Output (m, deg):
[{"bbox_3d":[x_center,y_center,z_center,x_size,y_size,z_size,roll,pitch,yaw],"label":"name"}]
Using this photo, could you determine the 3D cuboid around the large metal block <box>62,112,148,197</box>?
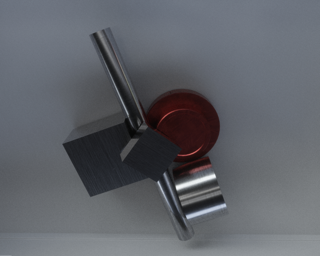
[{"bbox_3d":[-0.066,0.032,0.405,0.080,0.050,0.080,-19,109,6],"label":"large metal block"}]

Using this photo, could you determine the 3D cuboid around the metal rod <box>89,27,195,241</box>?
[{"bbox_3d":[-0.015,0.022,0.395,0.025,0.025,0.299,-20,109,7],"label":"metal rod"}]

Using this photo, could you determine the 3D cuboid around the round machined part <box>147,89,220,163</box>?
[{"bbox_3d":[0.029,0.002,0.401,0.099,0.042,0.097,0,110,-1],"label":"round machined part"}]

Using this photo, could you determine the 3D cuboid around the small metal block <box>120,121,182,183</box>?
[{"bbox_3d":[-0.011,0.028,0.368,0.050,0.025,0.050,34,95,-19],"label":"small metal block"}]

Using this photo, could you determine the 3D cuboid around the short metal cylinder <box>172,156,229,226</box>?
[{"bbox_3d":[0.054,0.083,0.412,0.050,0.080,0.080,-20,109,7],"label":"short metal cylinder"}]
